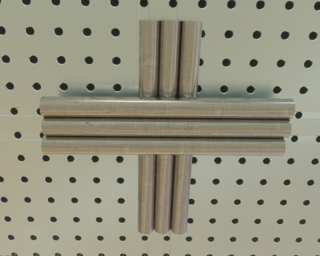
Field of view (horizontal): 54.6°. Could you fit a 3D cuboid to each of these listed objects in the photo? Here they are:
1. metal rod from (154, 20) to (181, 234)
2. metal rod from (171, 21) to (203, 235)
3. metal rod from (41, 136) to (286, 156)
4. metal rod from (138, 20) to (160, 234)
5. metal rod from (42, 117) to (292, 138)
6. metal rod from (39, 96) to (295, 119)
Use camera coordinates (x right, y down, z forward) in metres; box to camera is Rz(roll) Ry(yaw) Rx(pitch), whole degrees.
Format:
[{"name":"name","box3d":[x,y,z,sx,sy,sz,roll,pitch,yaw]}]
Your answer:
[{"name":"metal rod","box3d":[0.008,0.012,0.418,0.025,0.025,0.298,2,110,-1]},{"name":"metal rod","box3d":[0.033,0.014,0.419,0.025,0.025,0.298,2,110,-1]},{"name":"metal rod","box3d":[0.005,0.022,0.395,0.302,0.025,0.025,0,110,-1]},{"name":"metal rod","box3d":[-0.017,0.013,0.418,0.025,0.025,0.298,2,110,-1]},{"name":"metal rod","box3d":[0.009,-0.001,0.386,0.302,0.025,0.025,0,110,-1]},{"name":"metal rod","box3d":[0.009,-0.025,0.377,0.302,0.025,0.025,0,110,-1]}]
